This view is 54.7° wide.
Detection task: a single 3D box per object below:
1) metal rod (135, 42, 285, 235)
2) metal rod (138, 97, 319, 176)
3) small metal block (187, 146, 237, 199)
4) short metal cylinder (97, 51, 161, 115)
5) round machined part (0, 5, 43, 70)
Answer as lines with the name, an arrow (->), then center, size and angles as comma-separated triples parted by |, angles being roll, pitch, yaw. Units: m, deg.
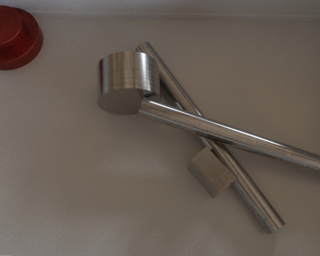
metal rod -> 0.056, 0.001, 0.409 | 0.025, 0.025, 0.299 | -31, 73, -11
metal rod -> 0.120, 0.021, 0.383 | 0.302, 0.025, 0.025 | 18, 71, -2
small metal block -> 0.061, 0.055, 0.377 | 0.025, 0.050, 0.050 | -38, 75, -13
short metal cylinder -> -0.040, -0.055, 0.400 | 0.081, 0.080, 0.050 | -4, 70, -2
round machined part -> -0.226, -0.136, 0.448 | 0.099, 0.042, 0.098 | 0, 70, -1
